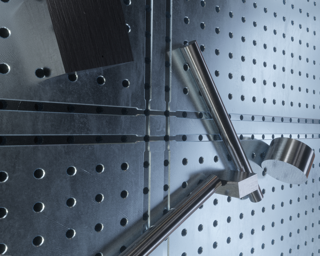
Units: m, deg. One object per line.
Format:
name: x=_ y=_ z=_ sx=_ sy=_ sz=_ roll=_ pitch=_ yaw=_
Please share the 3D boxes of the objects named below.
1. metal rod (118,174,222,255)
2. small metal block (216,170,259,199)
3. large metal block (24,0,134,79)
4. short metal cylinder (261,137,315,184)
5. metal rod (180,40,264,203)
metal rod: x=-0.019 y=0.149 z=0.393 sx=0.302 sy=0.025 sz=0.025 roll=-33 pitch=110 yaw=-35
small metal block: x=0.120 y=0.088 z=0.493 sx=0.050 sy=0.050 sz=0.025 roll=-12 pitch=98 yaw=-39
large metal block: x=-0.082 y=-0.100 z=0.324 sx=0.081 sy=0.050 sz=0.080 roll=-21 pitch=103 yaw=-38
short metal cylinder: x=0.235 y=0.061 z=0.571 sx=0.080 sy=0.080 sz=0.050 roll=46 pitch=62 yaw=-30
metal rod: x=0.106 y=0.002 z=0.497 sx=0.025 sy=0.025 sz=0.299 roll=-43 pitch=116 yaw=-32
